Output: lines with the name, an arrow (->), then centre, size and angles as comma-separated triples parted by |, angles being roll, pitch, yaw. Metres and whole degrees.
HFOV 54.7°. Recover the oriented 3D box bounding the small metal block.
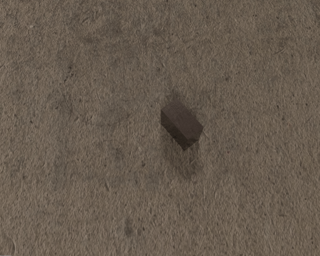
small metal block -> 0.027, -0.003, 0.396 | 0.025, 0.050, 0.050 | -37, 75, -12
